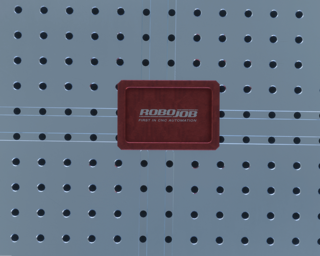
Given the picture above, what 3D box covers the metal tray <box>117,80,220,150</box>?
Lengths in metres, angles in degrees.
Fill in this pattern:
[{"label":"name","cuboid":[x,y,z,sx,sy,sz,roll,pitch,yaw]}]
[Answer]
[{"label":"metal tray","cuboid":[0.011,-0.017,0.410,0.131,0.030,0.090,0,90,0]}]
